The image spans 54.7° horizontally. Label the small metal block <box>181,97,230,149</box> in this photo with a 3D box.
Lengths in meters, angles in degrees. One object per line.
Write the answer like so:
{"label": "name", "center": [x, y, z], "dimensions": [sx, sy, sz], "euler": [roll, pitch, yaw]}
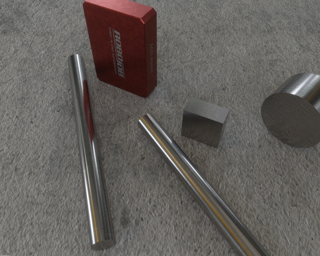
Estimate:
{"label": "small metal block", "center": [0.056, -0.006, 0.393], "dimensions": [0.050, 0.050, 0.025], "euler": [20, 53, 16]}

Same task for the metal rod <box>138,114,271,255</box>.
{"label": "metal rod", "center": [0.062, 0.088, 0.329], "dimensions": [0.025, 0.025, 0.300], "euler": [-26, 55, -20]}

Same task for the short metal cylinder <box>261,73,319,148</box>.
{"label": "short metal cylinder", "center": [0.177, -0.022, 0.388], "dimensions": [0.080, 0.080, 0.050], "euler": [37, 59, 26]}

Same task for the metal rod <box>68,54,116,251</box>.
{"label": "metal rod", "center": [-0.094, 0.005, 0.398], "dimensions": [0.025, 0.025, 0.300], "euler": [-11, 51, -10]}

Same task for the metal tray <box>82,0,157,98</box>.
{"label": "metal tray", "center": [-0.051, -0.109, 0.426], "dimensions": [0.090, 0.129, 0.030], "euler": [23, 54, 18]}
